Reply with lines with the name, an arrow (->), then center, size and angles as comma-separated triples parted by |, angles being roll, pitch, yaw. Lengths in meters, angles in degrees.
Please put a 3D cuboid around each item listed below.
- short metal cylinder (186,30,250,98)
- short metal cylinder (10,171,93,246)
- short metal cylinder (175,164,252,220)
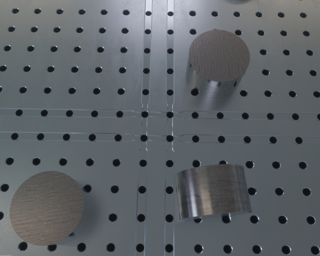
short metal cylinder -> 0.078, -0.088, 0.431 | 0.081, 0.050, 0.080 | 0, 70, 0
short metal cylinder -> -0.124, 0.095, 0.363 | 0.081, 0.050, 0.080 | 0, 70, 0
short metal cylinder -> 0.060, 0.075, 0.355 | 0.081, 0.080, 0.050 | -5, 70, -2
